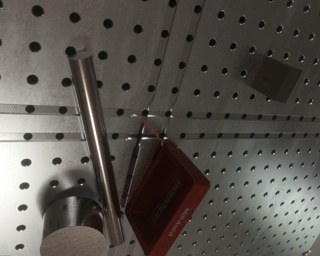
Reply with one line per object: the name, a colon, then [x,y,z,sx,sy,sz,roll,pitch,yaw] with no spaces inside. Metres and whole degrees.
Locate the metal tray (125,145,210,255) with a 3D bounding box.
metal tray: [0.005,0.101,0.436,0.030,0.090,0.129,19,108,-36]

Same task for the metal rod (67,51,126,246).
metal rod: [-0.075,0.049,0.401,0.025,0.025,0.298,-17,126,-19]

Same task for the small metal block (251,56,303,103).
small metal block: [0.166,-0.070,0.445,0.025,0.050,0.050,7,115,-32]

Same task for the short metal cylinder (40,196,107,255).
short metal cylinder: [-0.114,0.138,0.409,0.081,0.050,0.079,-7,123,-11]
